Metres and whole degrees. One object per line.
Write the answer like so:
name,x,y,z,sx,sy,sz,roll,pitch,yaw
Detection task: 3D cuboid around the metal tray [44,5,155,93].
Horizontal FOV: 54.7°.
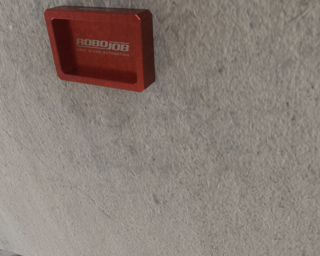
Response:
metal tray,-0.073,-0.098,0.379,0.130,0.030,0.089,11,123,21
